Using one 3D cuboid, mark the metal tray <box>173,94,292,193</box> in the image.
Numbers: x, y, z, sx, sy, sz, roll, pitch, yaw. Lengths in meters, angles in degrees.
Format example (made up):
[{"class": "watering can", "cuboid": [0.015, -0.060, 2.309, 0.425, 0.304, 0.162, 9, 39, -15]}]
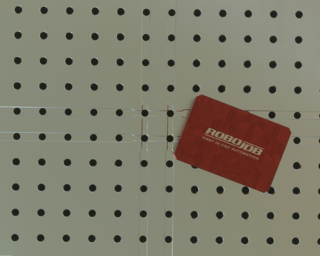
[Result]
[{"class": "metal tray", "cuboid": [0.094, 0.020, 0.411, 0.131, 0.030, 0.090, 21, 90, 0]}]
